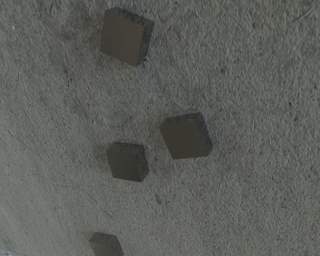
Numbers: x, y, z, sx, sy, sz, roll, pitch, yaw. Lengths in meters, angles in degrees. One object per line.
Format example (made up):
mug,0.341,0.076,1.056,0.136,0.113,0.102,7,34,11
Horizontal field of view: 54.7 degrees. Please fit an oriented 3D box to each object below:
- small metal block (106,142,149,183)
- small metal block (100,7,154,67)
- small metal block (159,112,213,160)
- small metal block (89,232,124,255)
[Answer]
small metal block,-0.048,0.051,0.464,0.050,0.025,0.050,5,121,26
small metal block,-0.039,-0.106,0.362,0.050,0.025,0.050,26,128,12
small metal block,0.034,0.011,0.396,0.050,0.025,0.050,-9,114,32
small metal block,-0.105,0.235,0.608,0.050,0.025,0.050,-1,118,28
